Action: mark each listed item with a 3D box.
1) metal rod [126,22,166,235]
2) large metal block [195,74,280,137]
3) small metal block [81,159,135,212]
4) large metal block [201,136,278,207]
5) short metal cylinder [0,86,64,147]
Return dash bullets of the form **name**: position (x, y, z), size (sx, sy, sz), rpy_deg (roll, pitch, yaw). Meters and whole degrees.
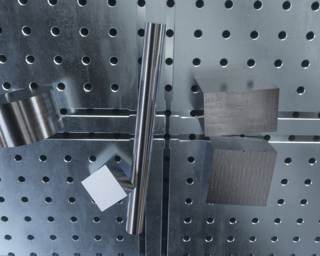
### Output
- **metal rod**: position (-0.022, 0.015, 0.418), size (0.025, 0.025, 0.298), rpy_deg (6, 110, -3)
- **large metal block**: position (0.088, -0.030, 0.374), size (0.081, 0.080, 0.050), rpy_deg (-4, 110, 1)
- **small metal block**: position (-0.072, 0.079, 0.429), size (0.050, 0.025, 0.050), rpy_deg (-36, 89, 24)
- **large metal block**: position (0.104, 0.057, 0.423), size (0.081, 0.050, 0.079), rpy_deg (4, 110, -2)
- **short metal cylinder**: position (-0.164, -0.016, 0.376), size (0.080, 0.080, 0.050), rpy_deg (-9, 110, 3)
